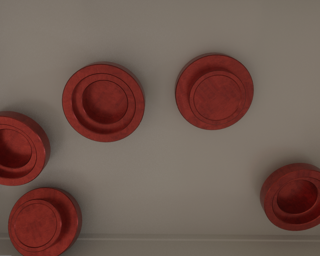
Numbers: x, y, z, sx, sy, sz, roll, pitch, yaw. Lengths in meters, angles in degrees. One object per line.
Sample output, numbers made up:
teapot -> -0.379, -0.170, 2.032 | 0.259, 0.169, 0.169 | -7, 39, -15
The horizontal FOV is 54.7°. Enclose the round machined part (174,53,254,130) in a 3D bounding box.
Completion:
round machined part -> 0.068, -0.042, 0.387 | 0.099, 0.042, 0.097 | 0, 110, 0

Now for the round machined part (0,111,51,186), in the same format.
round machined part -> -0.194, 0.024, 0.409 | 0.099, 0.042, 0.097 | 0, 110, 0

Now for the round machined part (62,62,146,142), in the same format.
round machined part -> -0.067, -0.035, 0.389 | 0.099, 0.042, 0.097 | 0, 110, 0

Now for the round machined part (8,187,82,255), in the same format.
round machined part -> -0.162, 0.131, 0.426 | 0.099, 0.042, 0.098 | -1, 79, 3

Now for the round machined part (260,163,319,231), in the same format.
round machined part -> 0.190, 0.092, 0.438 | 0.099, 0.042, 0.097 | 0, 110, 0
